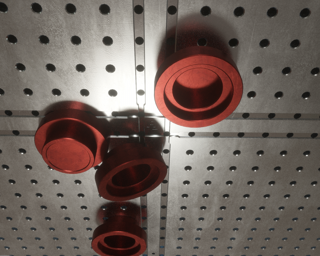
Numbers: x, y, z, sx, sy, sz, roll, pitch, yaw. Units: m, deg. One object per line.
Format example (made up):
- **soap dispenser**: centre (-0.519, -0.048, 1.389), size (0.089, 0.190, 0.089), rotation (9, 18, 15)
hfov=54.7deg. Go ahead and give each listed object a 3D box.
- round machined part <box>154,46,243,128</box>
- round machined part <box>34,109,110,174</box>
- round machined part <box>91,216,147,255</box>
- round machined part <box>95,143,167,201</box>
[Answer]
- **round machined part**: centre (0.042, -0.050, 0.358), size (0.099, 0.042, 0.097), rotation (-1, 130, 0)
- **round machined part**: centre (-0.120, 0.025, 0.420), size (0.099, 0.042, 0.097), rotation (-1, 130, 0)
- **round machined part**: centre (-0.073, 0.198, 0.568), size (0.099, 0.042, 0.097), rotation (-1, 130, 0)
- **round machined part**: centre (-0.043, 0.058, 0.435), size (0.099, 0.042, 0.097), rotation (-16, 141, -13)
